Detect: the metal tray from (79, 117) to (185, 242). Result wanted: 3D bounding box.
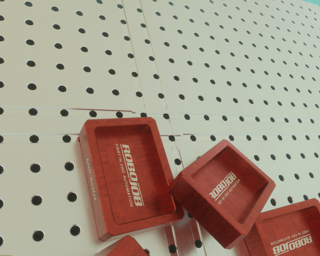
[{"bbox_3d":[-0.034,0.052,0.354,0.091,0.030,0.130,-4,63,-30],"label":"metal tray"}]

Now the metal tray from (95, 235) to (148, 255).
[{"bbox_3d":[-0.009,0.159,0.264,0.130,0.090,0.030,49,51,6],"label":"metal tray"}]

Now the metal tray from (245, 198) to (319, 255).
[{"bbox_3d":[0.176,0.149,0.407,0.131,0.030,0.090,-4,64,-30],"label":"metal tray"}]

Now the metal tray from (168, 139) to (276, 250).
[{"bbox_3d":[0.079,0.070,0.371,0.090,0.030,0.131,43,34,15],"label":"metal tray"}]
